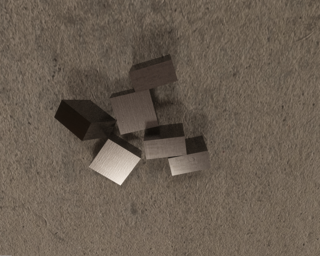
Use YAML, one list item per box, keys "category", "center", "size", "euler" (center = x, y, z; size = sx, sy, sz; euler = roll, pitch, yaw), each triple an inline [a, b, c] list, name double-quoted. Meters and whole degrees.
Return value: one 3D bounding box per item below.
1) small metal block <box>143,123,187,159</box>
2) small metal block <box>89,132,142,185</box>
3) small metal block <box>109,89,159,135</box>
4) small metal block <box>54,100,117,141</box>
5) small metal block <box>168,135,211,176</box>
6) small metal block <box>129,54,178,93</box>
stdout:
- category: "small metal block"
  center: [0.007, 0.016, 0.402]
  size: [0.050, 0.050, 0.025]
  euler: [-7, 110, 3]
- category: "small metal block"
  center: [-0.060, 0.042, 0.425]
  size: [0.050, 0.025, 0.050]
  euler: [33, 106, -12]
- category: "small metal block"
  center: [-0.032, -0.024, 0.401]
  size: [0.050, 0.025, 0.050]
  euler: [-13, 110, 4]
- category: "small metal block"
  center: [-0.091, -0.011, 0.381]
  size: [0.050, 0.050, 0.025]
  euler: [36, 109, 20]
- category: "small metal block"
  center: [0.037, 0.035, 0.410]
  size: [0.050, 0.050, 0.025]
  euler: [-12, 110, 4]
- category: "small metal block"
  center: [-0.008, -0.066, 0.372]
  size: [0.050, 0.050, 0.025]
  euler: [-16, 110, 5]
